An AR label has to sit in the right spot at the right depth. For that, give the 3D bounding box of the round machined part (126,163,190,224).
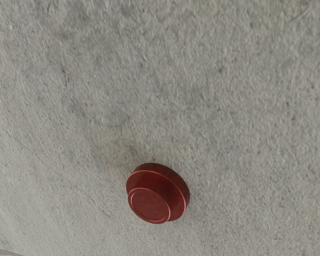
[{"bbox_3d":[-0.008,0.104,0.463,0.098,0.042,0.097,13,124,20],"label":"round machined part"}]
